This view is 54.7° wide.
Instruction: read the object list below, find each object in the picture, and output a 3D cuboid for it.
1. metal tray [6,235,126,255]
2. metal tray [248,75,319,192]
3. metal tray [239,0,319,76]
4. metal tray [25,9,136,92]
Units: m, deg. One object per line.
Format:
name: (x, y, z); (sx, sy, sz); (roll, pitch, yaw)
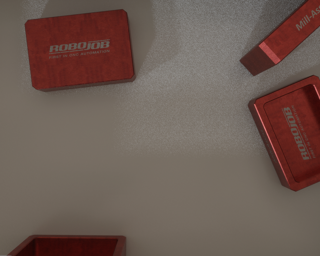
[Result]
metal tray: (-0.111, 0.161, 0.377); (0.131, 0.090, 0.030); (1, 90, -1)
metal tray: (0.185, 0.007, 0.411); (0.090, 0.030, 0.129); (-23, 90, -1)
metal tray: (0.166, -0.124, 0.381); (0.130, 0.090, 0.030); (-42, 90, 0)
metal tray: (-0.102, -0.100, 0.408); (0.131, 0.030, 0.089); (-7, 90, -1)
